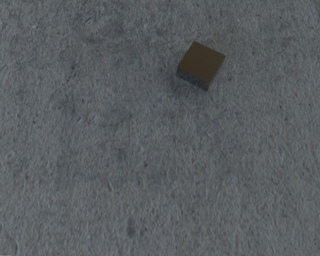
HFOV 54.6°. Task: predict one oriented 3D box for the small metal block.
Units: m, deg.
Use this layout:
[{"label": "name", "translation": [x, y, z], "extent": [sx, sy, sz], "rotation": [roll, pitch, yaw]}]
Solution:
[{"label": "small metal block", "translation": [0.058, -0.088, 0.441], "extent": [0.050, 0.025, 0.050], "rotation": [28, 72, 10]}]
